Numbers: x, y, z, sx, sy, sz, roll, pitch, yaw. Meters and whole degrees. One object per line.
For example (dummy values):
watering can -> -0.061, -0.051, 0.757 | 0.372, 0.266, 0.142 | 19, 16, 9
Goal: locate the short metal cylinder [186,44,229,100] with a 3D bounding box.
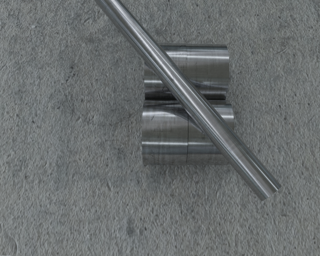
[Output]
short metal cylinder -> 0.057, -0.069, 0.406 | 0.050, 0.080, 0.080 | 1, 70, 0

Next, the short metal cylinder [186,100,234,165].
short metal cylinder -> 0.057, 0.005, 0.379 | 0.050, 0.080, 0.080 | 1, 70, 0

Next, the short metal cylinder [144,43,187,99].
short metal cylinder -> 0.007, -0.070, 0.406 | 0.050, 0.080, 0.080 | 1, 70, 0

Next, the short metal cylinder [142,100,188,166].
short metal cylinder -> 0.006, 0.005, 0.378 | 0.050, 0.080, 0.080 | 1, 70, 0

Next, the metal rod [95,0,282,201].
metal rod -> 0.020, -0.049, 0.342 | 0.025, 0.025, 0.300 | -35, 74, -12
